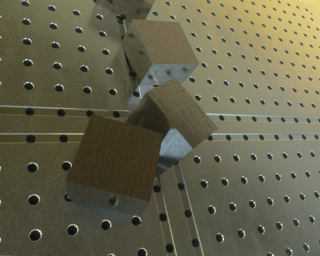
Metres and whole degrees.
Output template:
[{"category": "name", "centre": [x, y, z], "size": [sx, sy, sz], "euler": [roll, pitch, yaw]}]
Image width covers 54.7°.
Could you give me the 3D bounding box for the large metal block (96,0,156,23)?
[{"category": "large metal block", "centre": [-0.046, -0.222, 0.504], "size": [0.080, 0.050, 0.080], "euler": [27, 52, -12]}]

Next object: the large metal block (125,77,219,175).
[{"category": "large metal block", "centre": [0.009, -0.001, 0.380], "size": [0.050, 0.080, 0.080], "euler": [-33, 81, -39]}]

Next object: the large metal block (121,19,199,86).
[{"category": "large metal block", "centre": [-0.001, -0.112, 0.461], "size": [0.081, 0.050, 0.080], "euler": [-9, 66, -32]}]

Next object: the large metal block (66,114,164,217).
[{"category": "large metal block", "centre": [-0.047, 0.041, 0.333], "size": [0.080, 0.050, 0.080], "euler": [16, 55, -6]}]
